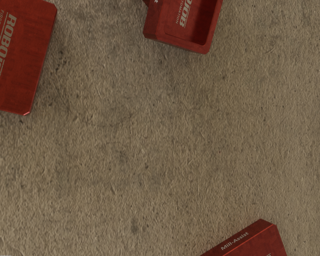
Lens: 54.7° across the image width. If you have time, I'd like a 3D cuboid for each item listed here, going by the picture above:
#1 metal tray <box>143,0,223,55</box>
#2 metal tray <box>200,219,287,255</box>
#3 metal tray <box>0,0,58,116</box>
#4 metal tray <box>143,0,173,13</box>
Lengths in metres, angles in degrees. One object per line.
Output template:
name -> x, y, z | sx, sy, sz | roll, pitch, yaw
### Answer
metal tray -> 0.037, -0.167, 0.388 | 0.091, 0.030, 0.129 | 6, 104, -38
metal tray -> 0.124, 0.204, 0.452 | 0.131, 0.030, 0.090 | -24, 98, -19
metal tray -> -0.175, -0.086, 0.341 | 0.091, 0.030, 0.129 | 15, 85, -20
metal tray -> 0.016, -0.226, 0.411 | 0.130, 0.030, 0.090 | -44, 104, -15
